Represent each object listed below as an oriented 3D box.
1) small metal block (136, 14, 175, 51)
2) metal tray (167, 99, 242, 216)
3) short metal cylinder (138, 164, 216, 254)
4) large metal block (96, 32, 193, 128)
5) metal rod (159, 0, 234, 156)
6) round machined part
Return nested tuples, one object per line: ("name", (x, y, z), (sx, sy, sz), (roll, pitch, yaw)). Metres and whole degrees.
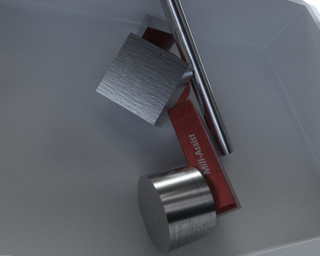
("small metal block", (-0.006, -0.139, 0.473), (0.050, 0.050, 0.025), (10, 58, -24))
("metal tray", (0.055, 0.039, 0.374), (0.130, 0.030, 0.090), (69, 11, 21))
("short metal cylinder", (0.015, 0.082, 0.325), (0.050, 0.080, 0.080), (-12, 68, -22))
("large metal block", (-0.016, -0.056, 0.379), (0.080, 0.050, 0.080), (31, 91, 10))
("metal rod", (0.038, -0.101, 0.410), (0.025, 0.025, 0.299), (-31, 105, -38))
("round machined part", (0.001, -0.073, 0.441), (0.099, 0.042, 0.098), (14, 56, -21))
